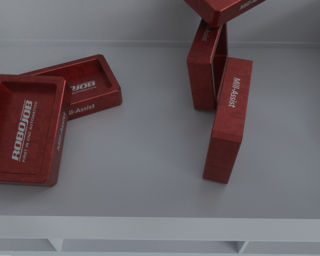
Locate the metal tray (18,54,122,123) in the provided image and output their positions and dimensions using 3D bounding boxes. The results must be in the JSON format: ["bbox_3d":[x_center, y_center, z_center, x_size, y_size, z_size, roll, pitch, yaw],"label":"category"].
[{"bbox_3d":[-0.131,-0.055,0.446,0.131,0.030,0.090,-19,53,-15],"label":"metal tray"}]

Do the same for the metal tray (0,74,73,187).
[{"bbox_3d":[-0.162,0.001,0.370,0.091,0.030,0.130,3,71,2],"label":"metal tray"}]

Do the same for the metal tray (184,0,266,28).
[{"bbox_3d":[0.098,-0.202,0.427,0.131,0.030,0.090,-32,68,-15],"label":"metal tray"}]

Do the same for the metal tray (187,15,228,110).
[{"bbox_3d":[0.072,-0.100,0.444,0.030,0.090,0.130,5,49,19],"label":"metal tray"}]

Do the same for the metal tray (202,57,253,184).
[{"bbox_3d":[0.082,-0.011,0.372,0.030,0.090,0.130,12,51,10],"label":"metal tray"}]
